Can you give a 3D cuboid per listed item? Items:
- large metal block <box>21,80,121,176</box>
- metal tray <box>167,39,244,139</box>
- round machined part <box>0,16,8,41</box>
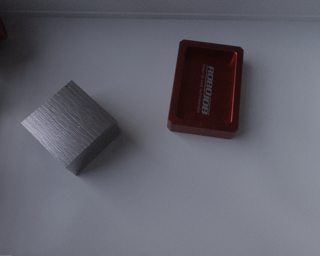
[{"bbox_3d":[-0.110,0.001,0.395,0.080,0.050,0.080,41,75,13],"label":"large metal block"},{"bbox_3d":[0.064,-0.055,0.427,0.091,0.030,0.130,8,70,2],"label":"metal tray"},{"bbox_3d":[-0.246,-0.147,0.422,0.042,0.098,0.098,-23,72,-8],"label":"round machined part"}]
